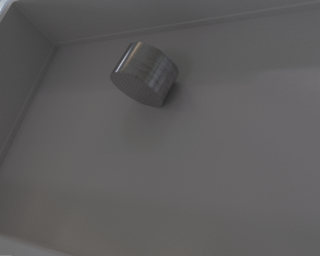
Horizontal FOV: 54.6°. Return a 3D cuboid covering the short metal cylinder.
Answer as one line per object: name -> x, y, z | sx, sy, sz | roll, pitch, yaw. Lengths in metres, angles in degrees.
short metal cylinder -> -0.021, -0.072, 0.427 | 0.080, 0.080, 0.050 | 17, 71, 35
